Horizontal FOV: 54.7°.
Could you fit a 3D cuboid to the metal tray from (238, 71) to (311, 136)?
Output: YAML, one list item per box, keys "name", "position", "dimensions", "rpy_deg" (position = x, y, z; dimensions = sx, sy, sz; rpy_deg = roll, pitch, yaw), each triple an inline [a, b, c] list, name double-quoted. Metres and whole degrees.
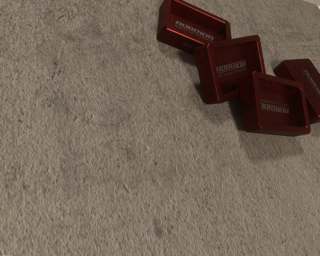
- name: "metal tray"
  position: [0.188, -0.035, 0.502]
  dimensions: [0.131, 0.030, 0.090]
  rpy_deg: [5, 75, -33]

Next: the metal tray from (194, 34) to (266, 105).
- name: "metal tray"
  position: [0.118, -0.096, 0.499]
  dimensions: [0.131, 0.030, 0.089]
  rpy_deg: [-20, 101, -36]

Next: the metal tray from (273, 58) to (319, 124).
- name: "metal tray"
  position: [0.290, -0.074, 0.606]
  dimensions: [0.091, 0.030, 0.130]
  rpy_deg: [-11, 67, -33]

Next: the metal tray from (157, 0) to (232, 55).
- name: "metal tray"
  position: [0.062, -0.170, 0.539]
  dimensions: [0.131, 0.030, 0.090]
  rpy_deg: [17, 55, -19]
